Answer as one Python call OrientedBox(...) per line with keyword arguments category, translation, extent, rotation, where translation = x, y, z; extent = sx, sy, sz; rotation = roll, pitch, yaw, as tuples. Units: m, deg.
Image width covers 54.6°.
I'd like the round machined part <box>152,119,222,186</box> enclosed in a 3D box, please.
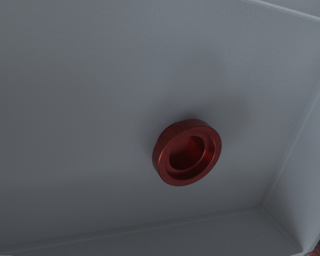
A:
OrientedBox(category="round machined part", translation=(0.034, 0.030, 0.434), extent=(0.099, 0.042, 0.097), rotation=(-14, 124, -21))
